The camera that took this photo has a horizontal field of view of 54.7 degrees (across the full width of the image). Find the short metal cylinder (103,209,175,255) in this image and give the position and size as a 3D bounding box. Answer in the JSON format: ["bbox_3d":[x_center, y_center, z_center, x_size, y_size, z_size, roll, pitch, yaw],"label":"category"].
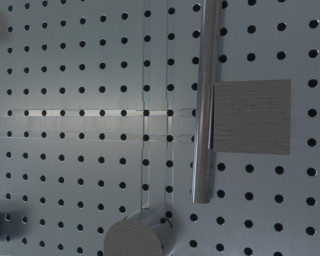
[{"bbox_3d":[-0.026,0.153,0.409,0.080,0.050,0.080,0,90,20],"label":"short metal cylinder"}]

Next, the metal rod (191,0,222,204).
[{"bbox_3d":[0.060,-0.056,0.391,0.025,0.025,0.298,4,91,20],"label":"metal rod"}]

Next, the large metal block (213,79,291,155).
[{"bbox_3d":[0.108,-0.012,0.361,0.080,0.050,0.080,1,90,20],"label":"large metal block"}]
